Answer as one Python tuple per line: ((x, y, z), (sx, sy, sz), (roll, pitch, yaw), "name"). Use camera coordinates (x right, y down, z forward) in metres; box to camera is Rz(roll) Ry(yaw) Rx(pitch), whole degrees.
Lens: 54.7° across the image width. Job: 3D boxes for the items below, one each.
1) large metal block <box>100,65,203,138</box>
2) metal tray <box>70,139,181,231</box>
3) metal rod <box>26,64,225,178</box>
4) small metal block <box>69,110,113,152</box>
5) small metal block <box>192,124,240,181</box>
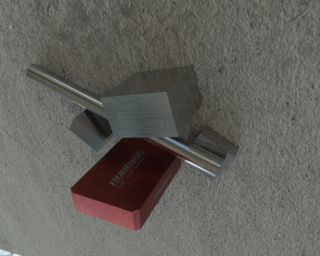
((-0.006, -0.031, 0.354), (0.080, 0.080, 0.050), (-2, 118, 29), "large metal block")
((-0.037, 0.062, 0.397), (0.090, 0.131, 0.030), (12, 123, 21), "metal tray")
((-0.058, -0.017, 0.409), (0.301, 0.025, 0.025), (27, 128, 17), "metal rod")
((-0.089, -0.002, 0.435), (0.050, 0.050, 0.025), (38, 129, 2), "small metal block")
((0.063, 0.031, 0.394), (0.050, 0.025, 0.050), (36, 129, 4), "small metal block")
